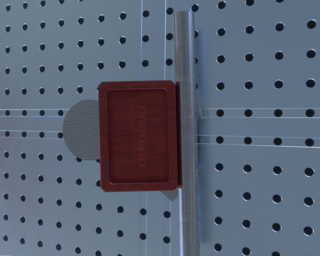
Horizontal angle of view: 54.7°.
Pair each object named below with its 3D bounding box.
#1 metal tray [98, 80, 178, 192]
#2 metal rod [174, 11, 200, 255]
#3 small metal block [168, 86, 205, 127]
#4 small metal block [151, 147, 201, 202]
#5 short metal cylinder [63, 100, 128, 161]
[{"bbox_3d":[-0.026,0.009,0.376,0.091,0.030,0.129,-1,90,0],"label":"metal tray"},{"bbox_3d":[0.033,0.012,0.373,0.025,0.025,0.298,-1,90,19],"label":"metal rod"},{"bbox_3d":[0.026,-0.029,0.403,0.050,0.025,0.050,-16,85,19],"label":"small metal block"},{"bbox_3d":[0.016,0.059,0.405,0.050,0.025,0.050,41,102,15],"label":"small metal block"},{"bbox_3d":[-0.085,0.002,0.427,0.080,0.050,0.079,0,90,19],"label":"short metal cylinder"}]
